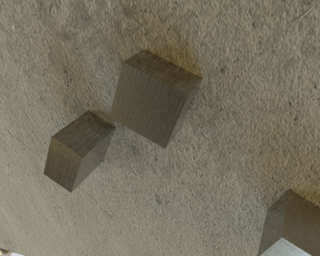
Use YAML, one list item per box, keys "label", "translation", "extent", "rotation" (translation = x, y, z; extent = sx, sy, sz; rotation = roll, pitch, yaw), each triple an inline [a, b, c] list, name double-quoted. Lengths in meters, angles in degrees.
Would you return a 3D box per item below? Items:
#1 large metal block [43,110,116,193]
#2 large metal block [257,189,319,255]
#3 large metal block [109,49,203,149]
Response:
- label: "large metal block"
  translation: [-0.117, 0.033, 0.454]
  extent: [0.050, 0.080, 0.079]
  rotation: [33, 129, 7]
- label: "large metal block"
  translation: [0.170, 0.133, 0.364]
  extent: [0.080, 0.080, 0.050]
  rotation: [31, 129, 8]
- label: "large metal block"
  translation: [-0.006, -0.035, 0.372]
  extent: [0.080, 0.050, 0.079]
  rotation: [29, 128, 10]
